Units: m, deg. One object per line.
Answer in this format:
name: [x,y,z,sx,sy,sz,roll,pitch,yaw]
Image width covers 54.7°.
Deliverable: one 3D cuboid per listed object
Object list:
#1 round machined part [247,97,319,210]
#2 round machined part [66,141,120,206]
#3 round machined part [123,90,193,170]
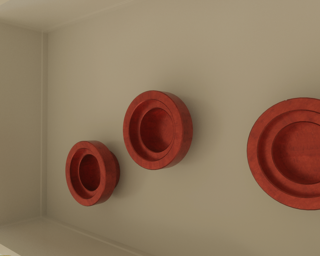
round machined part: [0.135,0.022,0.284,0.098,0.042,0.097,0,90,40]
round machined part: [-0.100,0.068,0.479,0.098,0.042,0.097,0,90,40]
round machined part: [0.002,0.003,0.394,0.098,0.042,0.097,0,90,40]
